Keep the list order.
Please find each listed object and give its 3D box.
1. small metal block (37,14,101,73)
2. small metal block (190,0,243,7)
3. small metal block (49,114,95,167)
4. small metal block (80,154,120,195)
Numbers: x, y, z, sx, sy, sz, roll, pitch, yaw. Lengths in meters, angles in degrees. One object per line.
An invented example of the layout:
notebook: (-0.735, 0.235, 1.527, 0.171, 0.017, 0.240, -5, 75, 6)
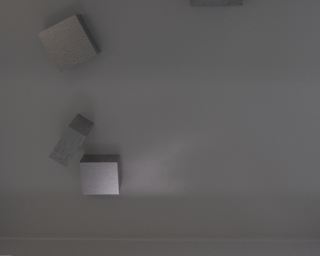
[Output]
small metal block: (-0.108, -0.102, 0.373, 0.050, 0.025, 0.050, -24, 109, 8)
small metal block: (0.061, -0.149, 0.344, 0.050, 0.050, 0.025, 0, 110, 0)
small metal block: (-0.114, 0.015, 0.402, 0.025, 0.050, 0.050, 33, 107, -11)
small metal block: (-0.082, 0.065, 0.434, 0.050, 0.025, 0.050, 0, 110, 0)
